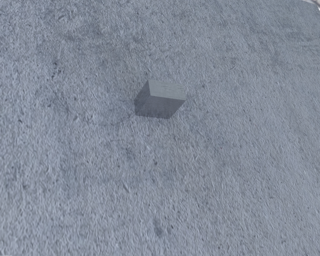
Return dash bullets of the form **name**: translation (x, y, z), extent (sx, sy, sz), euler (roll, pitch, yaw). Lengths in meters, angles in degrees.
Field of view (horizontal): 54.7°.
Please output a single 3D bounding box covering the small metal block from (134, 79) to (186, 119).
- **small metal block**: translation (-0.001, -0.037, 0.412), extent (0.050, 0.050, 0.025), euler (5, 60, -26)
